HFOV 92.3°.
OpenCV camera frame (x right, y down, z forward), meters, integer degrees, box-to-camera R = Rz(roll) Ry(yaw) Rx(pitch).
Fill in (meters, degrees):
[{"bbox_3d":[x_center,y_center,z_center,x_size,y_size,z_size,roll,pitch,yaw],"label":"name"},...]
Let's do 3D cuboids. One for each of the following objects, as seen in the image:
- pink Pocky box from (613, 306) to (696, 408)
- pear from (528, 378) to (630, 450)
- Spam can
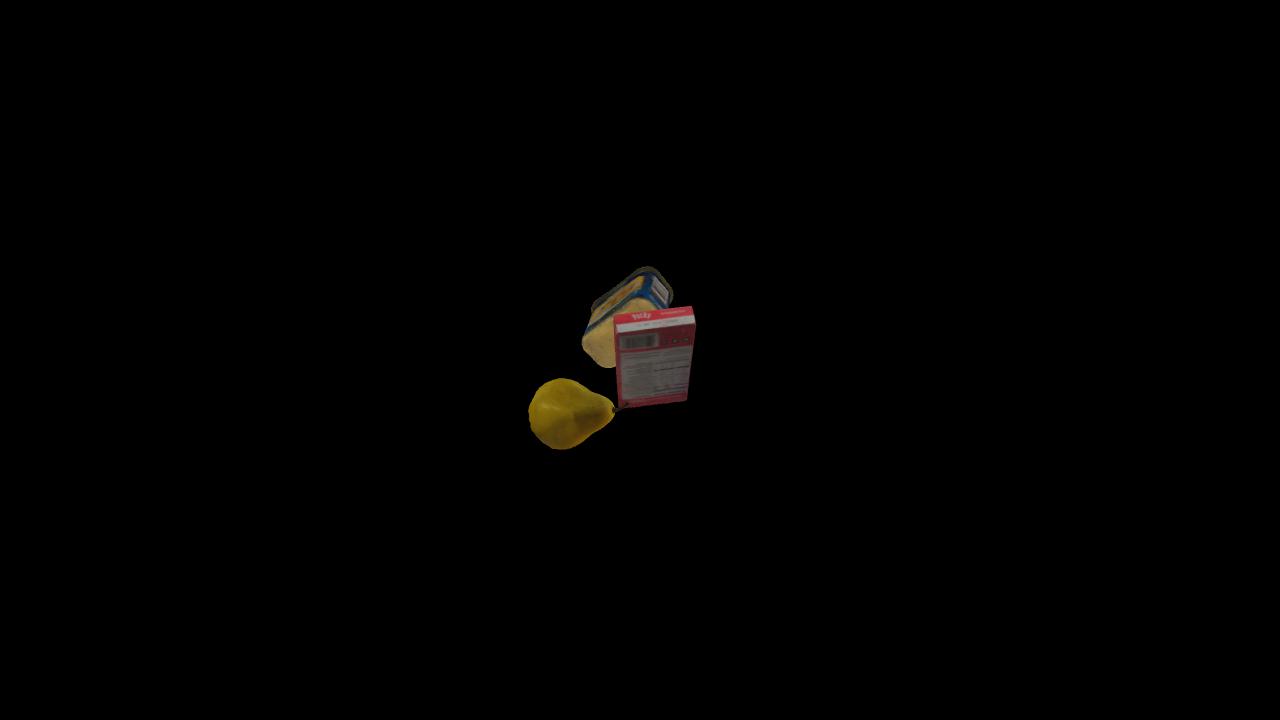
[{"bbox_3d":[0.014,0.001,0.684,0.084,0.029,0.155,-7,-34,-4],"label":"pink Pocky box"},{"bbox_3d":[-0.065,0.062,0.676,0.111,0.080,0.080,5,2,26],"label":"pear"},{"bbox_3d":[-0.014,-0.048,0.699,0.101,0.058,0.085,-35,20,23],"label":"Spam can"}]
